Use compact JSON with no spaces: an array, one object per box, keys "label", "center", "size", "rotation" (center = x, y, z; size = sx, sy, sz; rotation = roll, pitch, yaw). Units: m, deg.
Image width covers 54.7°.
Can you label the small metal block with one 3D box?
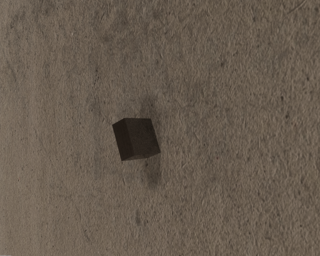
[{"label":"small metal block","center":[-0.031,0.015,0.412],"size":[0.025,0.050,0.050],"rotation":[-26,74,37]}]
